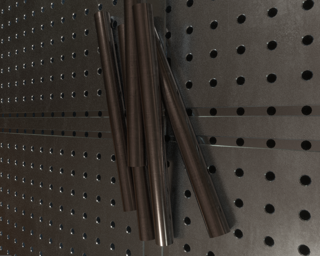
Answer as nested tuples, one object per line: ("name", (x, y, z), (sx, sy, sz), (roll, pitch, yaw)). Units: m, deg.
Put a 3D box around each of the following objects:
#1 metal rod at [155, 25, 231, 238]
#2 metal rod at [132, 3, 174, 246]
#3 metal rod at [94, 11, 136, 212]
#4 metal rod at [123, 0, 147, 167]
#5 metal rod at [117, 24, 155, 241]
("metal rod", (0.022, -0.016, 0.389), (0.025, 0.025, 0.299), (-30, 72, 36))
("metal rod", (-0.008, 0.000, 0.389), (0.025, 0.025, 0.298), (-1, 97, 39))
("metal rod", (-0.065, -0.029, 0.460), (0.025, 0.025, 0.298), (-16, 80, 38))
("metal rod", (-0.033, -0.100, 0.401), (0.025, 0.025, 0.298), (-1, 91, 39))
("metal rod", (-0.032, 0.002, 0.433), (0.025, 0.025, 0.298), (-11, 83, 39))
